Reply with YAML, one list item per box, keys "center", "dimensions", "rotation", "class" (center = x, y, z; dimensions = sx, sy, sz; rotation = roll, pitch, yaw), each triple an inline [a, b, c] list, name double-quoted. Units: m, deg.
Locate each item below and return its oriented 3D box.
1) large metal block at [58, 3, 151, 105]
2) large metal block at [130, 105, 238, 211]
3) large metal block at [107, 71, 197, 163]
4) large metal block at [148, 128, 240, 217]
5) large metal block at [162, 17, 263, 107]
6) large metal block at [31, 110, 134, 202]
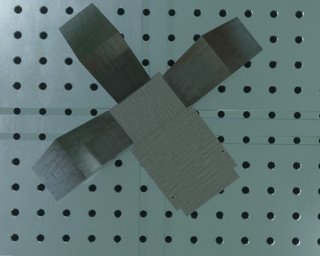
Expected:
- center: [-0.065, -0.088, 0.370]
  dimensions: [0.050, 0.080, 0.080]
  rotation: [-38, 51, 0]
  class: "large metal block"
- center: [0.025, 0.031, 0.350]
  dimensions: [0.080, 0.050, 0.080]
  rotation: [-37, 91, -1]
  class: "large metal block"
- center: [-0.008, -0.013, 0.401]
  dimensions: [0.080, 0.050, 0.080]
  rotation: [-38, 90, 0]
  class: "large metal block"
- center: [0.041, 0.052, 0.400]
  dimensions: [0.080, 0.050, 0.080]
  rotation: [-37, 89, -1]
  class: "large metal block"
- center: [0.062, -0.077, 0.371]
  dimensions: [0.050, 0.080, 0.080]
  rotation: [52, 50, 0]
  class: "large metal block"
- center: [-0.092, 0.033, 0.370]
  dimensions: [0.050, 0.080, 0.080]
  rotation: [52, 132, 1]
  class: "large metal block"
